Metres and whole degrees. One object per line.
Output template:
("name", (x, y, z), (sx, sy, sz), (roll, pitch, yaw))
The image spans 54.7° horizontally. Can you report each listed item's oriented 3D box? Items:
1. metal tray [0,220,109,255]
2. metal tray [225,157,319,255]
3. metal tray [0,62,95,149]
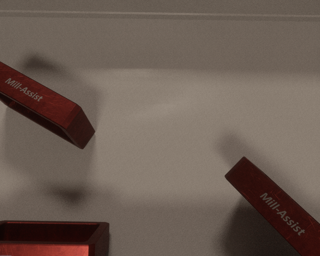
("metal tray", (-0.126, 0.123, 0.325), (0.131, 0.090, 0.030), (1, 86, 0))
("metal tray", (0.134, 0.091, 0.321), (0.030, 0.090, 0.130), (-48, 56, 7))
("metal tray", (-0.150, -0.028, 0.383), (0.130, 0.090, 0.030), (28, 73, 9))
